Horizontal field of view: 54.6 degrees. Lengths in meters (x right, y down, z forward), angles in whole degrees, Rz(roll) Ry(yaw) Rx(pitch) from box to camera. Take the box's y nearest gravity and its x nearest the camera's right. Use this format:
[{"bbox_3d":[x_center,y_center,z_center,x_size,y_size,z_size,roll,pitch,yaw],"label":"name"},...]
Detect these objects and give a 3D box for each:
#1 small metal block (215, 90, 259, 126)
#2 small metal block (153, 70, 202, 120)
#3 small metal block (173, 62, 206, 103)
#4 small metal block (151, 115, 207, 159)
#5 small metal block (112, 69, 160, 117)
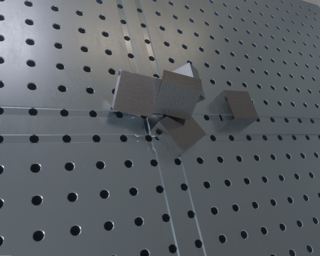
[{"bbox_3d":[0.122,-0.031,0.492,0.050,0.025,0.050,-1,62,-29],"label":"small metal block"},{"bbox_3d":[0.022,-0.042,0.399,0.050,0.050,0.025,13,42,-7],"label":"small metal block"},{"bbox_3d":[0.031,-0.056,0.439,0.025,0.050,0.050,29,43,-52],"label":"small metal block"},{"bbox_3d":[0.026,0.006,0.418,0.050,0.025,0.050,-33,80,-38],"label":"small metal block"},{"bbox_3d":[-0.031,-0.045,0.398,0.050,0.050,0.025,11,12,-17],"label":"small metal block"}]
